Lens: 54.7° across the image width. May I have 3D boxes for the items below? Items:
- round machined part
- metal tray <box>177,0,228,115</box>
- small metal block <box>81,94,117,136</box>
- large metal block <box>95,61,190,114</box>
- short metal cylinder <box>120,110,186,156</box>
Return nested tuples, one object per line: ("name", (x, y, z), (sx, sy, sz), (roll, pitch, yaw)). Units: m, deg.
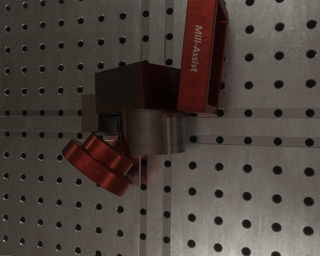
("round machined part", (-0.073, 0.042, 0.401), (0.098, 0.098, 0.042), (35, 84, 16))
("metal tray", (0.052, -0.081, 0.359), (0.030, 0.090, 0.129), (6, 92, 19))
("small metal block", (-0.082, -0.016, 0.424), (0.025, 0.050, 0.050), (-5, 81, 20))
("large metal block", (-0.021, -0.044, 0.377), (0.080, 0.081, 0.050), (-3, 89, 43))
("short metal cylinder", (-0.009, 0.006, 0.386), (0.080, 0.080, 0.050), (-3, 89, 19))
